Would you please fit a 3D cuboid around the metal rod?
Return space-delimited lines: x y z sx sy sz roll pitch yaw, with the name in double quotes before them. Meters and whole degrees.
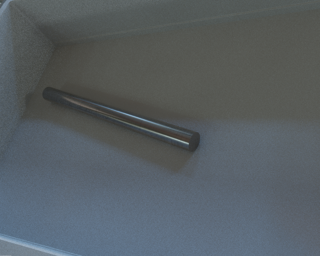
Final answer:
"metal rod" -0.076 -0.021 0.457 0.300 0.025 0.025 18 71 34
